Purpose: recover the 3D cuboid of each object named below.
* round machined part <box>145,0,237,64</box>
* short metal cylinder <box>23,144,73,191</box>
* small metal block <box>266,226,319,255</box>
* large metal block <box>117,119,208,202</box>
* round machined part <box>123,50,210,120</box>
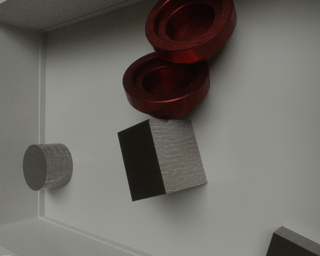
[{"bbox_3d":[0.036,-0.112,0.347,0.098,0.042,0.098,-11,60,20],"label":"round machined part"},{"bbox_3d":[-0.201,0.068,0.553,0.080,0.050,0.079,0,90,39],"label":"short metal cylinder"},{"bbox_3d":[0.131,0.132,0.298,0.050,0.025,0.050,21,103,37],"label":"small metal block"},{"bbox_3d":[0.004,0.036,0.366,0.050,0.081,0.080,-22,76,37],"label":"large metal block"},{"bbox_3d":[0.009,-0.048,0.363,0.098,0.098,0.042,32,150,35],"label":"round machined part"}]
